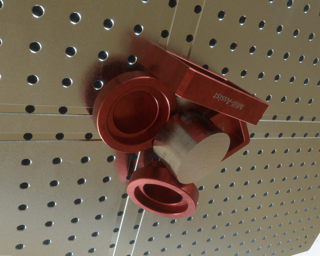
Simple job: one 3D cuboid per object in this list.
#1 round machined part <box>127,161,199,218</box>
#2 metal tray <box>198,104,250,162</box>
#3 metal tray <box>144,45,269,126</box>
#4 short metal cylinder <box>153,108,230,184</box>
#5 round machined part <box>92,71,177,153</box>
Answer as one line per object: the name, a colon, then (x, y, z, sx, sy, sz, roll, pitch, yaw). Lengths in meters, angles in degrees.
round machined part: (0.007, 0.083, 0.434, 0.098, 0.042, 0.097, 12, 139, 11)
metal tray: (0.066, 0.018, 0.456, 0.131, 0.030, 0.090, -32, 129, -8)
metal tray: (0.056, -0.050, 0.370, 0.131, 0.090, 0.030, 16, 110, -35)
short metal cylinder: (0.039, 0.023, 0.384, 0.081, 0.050, 0.080, -26, 141, -23)
round machined part: (-0.032, -0.022, 0.370, 0.099, 0.042, 0.097, -14, 125, -21)
